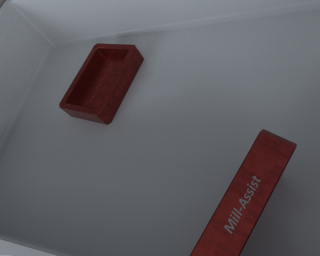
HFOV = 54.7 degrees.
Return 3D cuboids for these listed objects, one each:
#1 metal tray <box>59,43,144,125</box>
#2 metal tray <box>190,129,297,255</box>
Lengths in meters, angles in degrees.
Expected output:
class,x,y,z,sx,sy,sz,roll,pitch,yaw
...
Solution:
class,x,y,z,sx,sy,sz,roll,pitch,yaw
metal tray,-0.092,-0.074,0.494,0.090,0.030,0.130,12,68,32
metal tray,0.072,0.075,0.275,0.030,0.090,0.130,28,75,22
